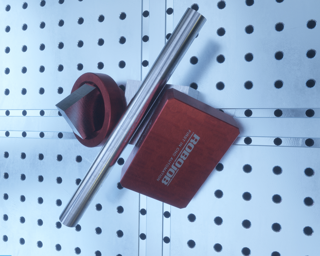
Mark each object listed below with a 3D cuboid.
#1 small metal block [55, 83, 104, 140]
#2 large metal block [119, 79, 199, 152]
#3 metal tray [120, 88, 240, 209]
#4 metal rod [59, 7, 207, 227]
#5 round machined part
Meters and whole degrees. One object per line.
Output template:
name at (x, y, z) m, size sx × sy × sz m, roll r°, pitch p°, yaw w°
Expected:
small metal block at (-0.098, -0.022, 0.403) m, size 0.050 × 0.050 × 0.025 m, roll -42°, pitch 43°, yaw -21°
large metal block at (-0.001, -0.015, 0.398) m, size 0.080 × 0.050 × 0.079 m, roll 10°, pitch 93°, yaw 19°
metal tray at (0.020, 0.029, 0.366) m, size 0.090 × 0.030 × 0.129 m, roll 24°, pitch 115°, yaw -14°
metal rod at (-0.039, -0.004, 0.372) m, size 0.025 × 0.025 × 0.299 m, roll 36°, pitch 101°, yaw 16°
round machined part at (-0.079, -0.024, 0.416) m, size 0.098 × 0.042 × 0.097 m, roll 4°, pitch 95°, yaw 44°
